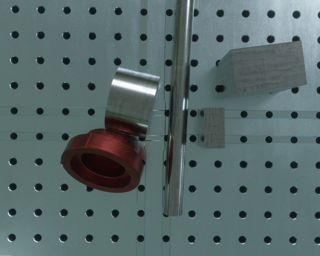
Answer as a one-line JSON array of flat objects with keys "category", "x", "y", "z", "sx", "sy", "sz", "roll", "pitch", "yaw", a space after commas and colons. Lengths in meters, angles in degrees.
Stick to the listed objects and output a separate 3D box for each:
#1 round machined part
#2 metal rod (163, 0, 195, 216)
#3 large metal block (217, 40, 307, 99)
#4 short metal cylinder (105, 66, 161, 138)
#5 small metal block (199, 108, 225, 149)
[{"category": "round machined part", "x": -0.068, "y": 0.038, "z": 0.386, "sx": 0.099, "sy": 0.097, "sz": 0.042, "roll": 16, "pitch": 51, "yaw": -1}, {"category": "metal rod", "x": 0.026, "y": -0.035, "z": 0.413, "sx": 0.025, "sy": 0.025, "sz": 0.298, "roll": 3, "pitch": 90, "yaw": -1}, {"category": "large metal block", "x": 0.122, "y": -0.069, "z": 0.388, "sx": 0.081, "sy": 0.080, "sz": 0.050, "roll": -7, "pitch": 90, "yaw": 0}, {"category": "short metal cylinder", "x": -0.033, "y": -0.031, "z": 0.385, "sx": 0.050, "sy": 0.080, "sz": 0.080, "roll": 13, "pitch": 90, "yaw": 0}, {"category": "small metal block", "x": 0.066, "y": 0.000, "z": 0.402, "sx": 0.025, "sy": 0.050, "sz": 0.050, "roll": -1, "pitch": 90, "yaw": 0}]
